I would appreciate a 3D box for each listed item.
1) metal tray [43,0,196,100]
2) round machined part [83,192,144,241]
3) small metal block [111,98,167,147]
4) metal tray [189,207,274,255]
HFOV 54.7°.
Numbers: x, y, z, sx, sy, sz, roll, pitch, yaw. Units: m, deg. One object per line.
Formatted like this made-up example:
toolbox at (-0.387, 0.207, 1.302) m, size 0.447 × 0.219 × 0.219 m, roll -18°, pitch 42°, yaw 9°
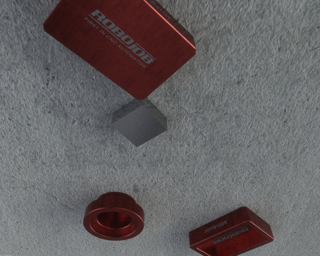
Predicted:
metal tray at (-0.038, -0.097, 0.321) m, size 0.130 × 0.030 × 0.090 m, roll 36°, pitch 121°, yaw -27°
round machined part at (-0.075, 0.144, 0.518) m, size 0.099 × 0.042 × 0.097 m, roll -1°, pitch 130°, yaw 0°
small metal block at (-0.026, -0.009, 0.400) m, size 0.050 × 0.025 × 0.050 m, roll -30°, pitch 124°, yaw 23°
metal tray at (0.131, 0.203, 0.578) m, size 0.130 × 0.030 × 0.090 m, roll -35°, pitch 122°, yaw 26°
